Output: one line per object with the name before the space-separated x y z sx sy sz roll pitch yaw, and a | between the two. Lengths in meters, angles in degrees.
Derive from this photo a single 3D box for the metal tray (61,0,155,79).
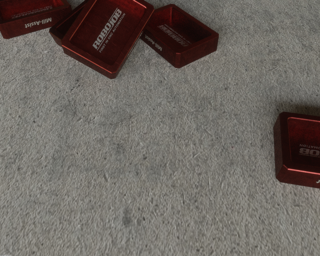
metal tray | -0.078 -0.152 0.476 0.090 0.030 0.130 29 76 -5

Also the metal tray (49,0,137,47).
metal tray | -0.110 -0.177 0.526 0.090 0.030 0.130 37 74 26

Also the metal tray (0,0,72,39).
metal tray | -0.241 -0.219 0.581 0.131 0.030 0.090 -24 54 -19

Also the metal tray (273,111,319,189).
metal tray | 0.210 0.030 0.375 0.131 0.030 0.090 9 50 7

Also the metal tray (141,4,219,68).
metal tray | 0.026 -0.163 0.536 0.091 0.030 0.130 -29 56 -23
